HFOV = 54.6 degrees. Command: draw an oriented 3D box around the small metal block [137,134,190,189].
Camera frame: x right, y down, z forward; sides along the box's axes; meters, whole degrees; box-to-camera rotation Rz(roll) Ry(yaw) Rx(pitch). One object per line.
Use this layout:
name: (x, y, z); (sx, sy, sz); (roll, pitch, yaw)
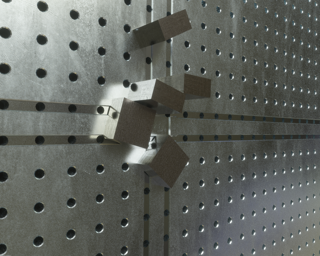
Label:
small metal block: (0.006, 0.044, 0.413); (0.050, 0.025, 0.050); (50, 61, -29)

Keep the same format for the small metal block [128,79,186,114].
small metal block: (-0.005, -0.037, 0.388); (0.050, 0.050, 0.025); (22, 76, -38)

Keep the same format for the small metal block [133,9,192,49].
small metal block: (0.003, -0.126, 0.394); (0.050, 0.050, 0.025); (-35, 112, -34)

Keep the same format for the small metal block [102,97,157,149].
small metal block: (-0.036, -0.005, 0.378); (0.050, 0.025, 0.050); (21, 77, -38)

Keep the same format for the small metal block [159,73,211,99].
small metal block: (0.033, -0.054, 0.419); (0.050, 0.050, 0.025); (4, 88, -40)
